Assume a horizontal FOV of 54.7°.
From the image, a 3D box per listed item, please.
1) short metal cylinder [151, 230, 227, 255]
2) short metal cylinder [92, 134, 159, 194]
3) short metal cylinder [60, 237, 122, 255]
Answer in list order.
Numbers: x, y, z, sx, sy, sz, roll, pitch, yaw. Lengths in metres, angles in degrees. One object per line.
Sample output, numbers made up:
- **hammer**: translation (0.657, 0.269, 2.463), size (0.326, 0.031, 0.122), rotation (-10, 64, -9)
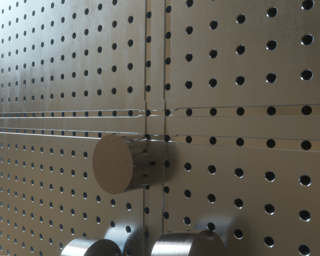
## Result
- **short metal cylinder**: translation (0.034, 0.155, 0.344), size (0.050, 0.081, 0.080), rotation (-17, 80, 38)
- **short metal cylinder**: translation (-0.048, 0.048, 0.431), size (0.080, 0.050, 0.079), rotation (0, 90, 39)
- **short metal cylinder**: translation (-0.101, 0.203, 0.454), size (0.050, 0.081, 0.080), rotation (-11, 83, 39)
